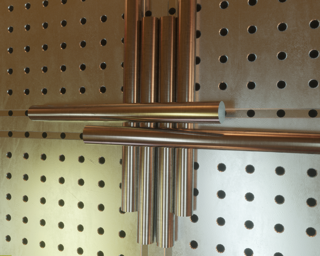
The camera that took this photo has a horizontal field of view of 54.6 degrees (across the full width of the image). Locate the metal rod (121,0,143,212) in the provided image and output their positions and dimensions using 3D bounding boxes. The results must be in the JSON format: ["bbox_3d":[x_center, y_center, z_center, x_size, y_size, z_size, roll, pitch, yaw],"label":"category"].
[{"bbox_3d":[-0.038,-0.037,0.426,0.025,0.025,0.298,1,90,20],"label":"metal rod"}]

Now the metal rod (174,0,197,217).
[{"bbox_3d":[0.033,-0.038,0.400,0.025,0.025,0.298,1,90,20],"label":"metal rod"}]

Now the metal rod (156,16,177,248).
[{"bbox_3d":[0.009,0.005,0.411,0.025,0.025,0.298,1,90,20],"label":"metal rod"}]

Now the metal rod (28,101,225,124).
[{"bbox_3d":[-0.064,-0.020,0.411,0.300,0.025,0.025,1,91,29],"label":"metal rod"}]

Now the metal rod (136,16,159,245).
[{"bbox_3d":[-0.016,0.004,0.417,0.025,0.025,0.298,1,90,20],"label":"metal rod"}]

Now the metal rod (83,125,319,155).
[{"bbox_3d":[0.053,0.013,0.372,0.301,0.025,0.025,2,91,11],"label":"metal rod"}]
